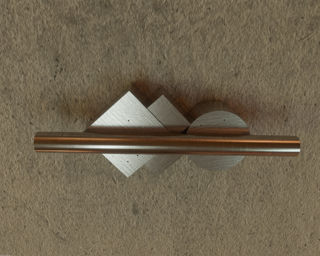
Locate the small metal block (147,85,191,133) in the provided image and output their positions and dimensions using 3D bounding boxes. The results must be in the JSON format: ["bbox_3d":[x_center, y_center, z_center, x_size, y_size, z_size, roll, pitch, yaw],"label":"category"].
[{"bbox_3d":[0.011,-0.022,0.390,0.025,0.050,0.050,-41,106,13],"label":"small metal block"}]

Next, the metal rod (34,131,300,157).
[{"bbox_3d":[0.009,0.019,0.363,0.302,0.025,0.025,1,110,-1],"label":"metal rod"}]

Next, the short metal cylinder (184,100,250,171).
[{"bbox_3d":[0.070,0.008,0.401,0.081,0.050,0.079,0,110,0],"label":"short metal cylinder"}]

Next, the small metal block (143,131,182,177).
[{"bbox_3d":[0.006,0.029,0.409,0.050,0.050,0.025,-40,106,13],"label":"small metal block"}]

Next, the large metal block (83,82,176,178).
[{"bbox_3d":[-0.038,0.002,0.396,0.080,0.050,0.080,-40,106,13],"label":"large metal block"}]
